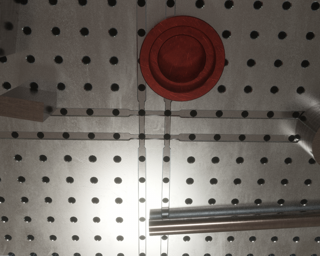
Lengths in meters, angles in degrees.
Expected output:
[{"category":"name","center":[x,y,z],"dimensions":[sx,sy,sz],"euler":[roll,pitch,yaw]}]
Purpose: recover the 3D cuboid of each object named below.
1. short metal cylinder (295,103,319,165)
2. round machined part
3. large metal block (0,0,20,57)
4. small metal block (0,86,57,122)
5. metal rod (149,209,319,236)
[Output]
[{"category":"short metal cylinder","center":[0.229,0.010,0.407],"dimensions":[0.081,0.050,0.079],"euler":[0,110,-1]},{"category":"round machined part","center":[0.025,-0.084,0.374],"dimensions":[0.099,0.042,0.097],"euler":[0,110,-1]},{"category":"large metal block","center":[-0.211,-0.130,0.349],"dimensions":[0.081,0.050,0.079],"euler":[13,110,-5]},{"category":"small metal block","center":[-0.162,-0.031,0.386],"dimensions":[0.050,0.050,0.025],"euler":[9,110,-4]},{"category":"metal rod","center":[0.135,0.142,0.467],"dimensions":[0.302,0.025,0.025],"euler":[-3,110,0]}]
